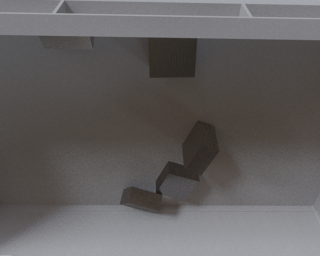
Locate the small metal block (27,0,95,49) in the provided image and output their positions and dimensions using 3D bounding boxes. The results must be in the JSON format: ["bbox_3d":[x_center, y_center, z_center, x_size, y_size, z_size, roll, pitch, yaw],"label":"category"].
[{"bbox_3d":[-0.095,-0.105,0.307,0.050,0.025,0.050,1,154,-1],"label":"small metal block"}]

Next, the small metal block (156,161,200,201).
[{"bbox_3d":[0.026,0.083,0.480,0.050,0.025,0.050,17,128,-15],"label":"small metal block"}]

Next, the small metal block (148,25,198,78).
[{"bbox_3d":[0.013,-0.083,0.339,0.050,0.025,0.050,-1,130,0],"label":"small metal block"}]

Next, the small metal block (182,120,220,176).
[{"bbox_3d":[0.053,0.027,0.416,0.025,0.050,0.050,17,128,-14],"label":"small metal block"}]

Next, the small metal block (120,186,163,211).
[{"bbox_3d":[-0.031,0.114,0.492,0.050,0.025,0.050,20,158,-17],"label":"small metal block"}]
